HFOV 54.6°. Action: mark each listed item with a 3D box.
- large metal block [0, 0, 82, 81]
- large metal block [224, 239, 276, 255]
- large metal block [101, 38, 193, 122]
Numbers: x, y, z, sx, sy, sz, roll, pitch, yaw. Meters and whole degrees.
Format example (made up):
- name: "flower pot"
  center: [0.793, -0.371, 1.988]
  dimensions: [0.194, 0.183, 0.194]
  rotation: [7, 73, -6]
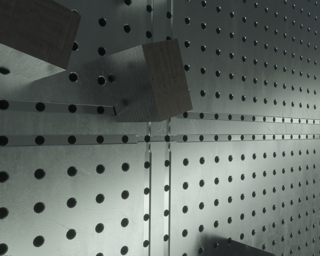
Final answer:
- name: "large metal block"
  center: [-0.128, -0.082, 0.266]
  dimensions: [0.080, 0.080, 0.050]
  rotation: [20, 78, -38]
- name: "large metal block"
  center: [0.143, 0.236, 0.493]
  dimensions: [0.050, 0.080, 0.080]
  rotation: [42, 65, -32]
- name: "large metal block"
  center: [-0.016, -0.052, 0.359]
  dimensions: [0.050, 0.080, 0.080]
  rotation: [-22, 104, -38]
